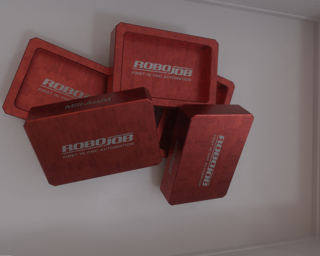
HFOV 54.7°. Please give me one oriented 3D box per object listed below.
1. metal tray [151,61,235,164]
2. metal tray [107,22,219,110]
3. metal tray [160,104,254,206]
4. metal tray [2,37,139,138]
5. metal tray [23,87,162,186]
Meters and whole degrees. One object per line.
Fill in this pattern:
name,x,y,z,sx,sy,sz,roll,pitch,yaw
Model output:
metal tray,0.041,-0.016,0.422,0.091,0.030,0.129,21,83,-19
metal tray,0.005,-0.069,0.377,0.131,0.030,0.089,4,89,-20
metal tray,0.057,0.034,0.394,0.091,0.030,0.129,-2,119,-26
metal tray,-0.102,-0.038,0.367,0.131,0.030,0.090,21,83,-19
metal tray,-0.069,0.011,0.345,0.131,0.030,0.089,-11,124,-5
